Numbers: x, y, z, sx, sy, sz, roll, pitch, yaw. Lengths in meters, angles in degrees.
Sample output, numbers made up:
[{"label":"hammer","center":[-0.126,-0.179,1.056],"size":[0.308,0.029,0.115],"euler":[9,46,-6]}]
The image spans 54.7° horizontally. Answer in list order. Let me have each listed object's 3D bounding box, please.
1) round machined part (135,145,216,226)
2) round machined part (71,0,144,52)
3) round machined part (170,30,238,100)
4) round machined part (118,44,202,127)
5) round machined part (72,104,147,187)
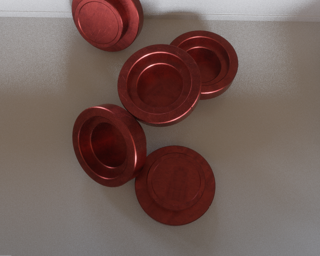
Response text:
[{"label":"round machined part","center":[0.019,0.068,0.376],"size":[0.099,0.042,0.098],"euler":[0,70,-1]},{"label":"round machined part","center":[-0.075,-0.149,0.421],"size":[0.098,0.097,0.042],"euler":[17,40,6]},{"label":"round machined part","center":[0.055,-0.083,0.432],"size":[0.099,0.042,0.098],"euler":[0,70,-1]},{"label":"round machined part","center":[0.001,-0.048,0.379],"size":[0.099,0.042,0.098],"euler":[-1,78,7]},{"label":"round machined part","center":[-0.056,0.018,0.375],"size":[0.098,0.097,0.042],"euler":[46,33,14]}]
